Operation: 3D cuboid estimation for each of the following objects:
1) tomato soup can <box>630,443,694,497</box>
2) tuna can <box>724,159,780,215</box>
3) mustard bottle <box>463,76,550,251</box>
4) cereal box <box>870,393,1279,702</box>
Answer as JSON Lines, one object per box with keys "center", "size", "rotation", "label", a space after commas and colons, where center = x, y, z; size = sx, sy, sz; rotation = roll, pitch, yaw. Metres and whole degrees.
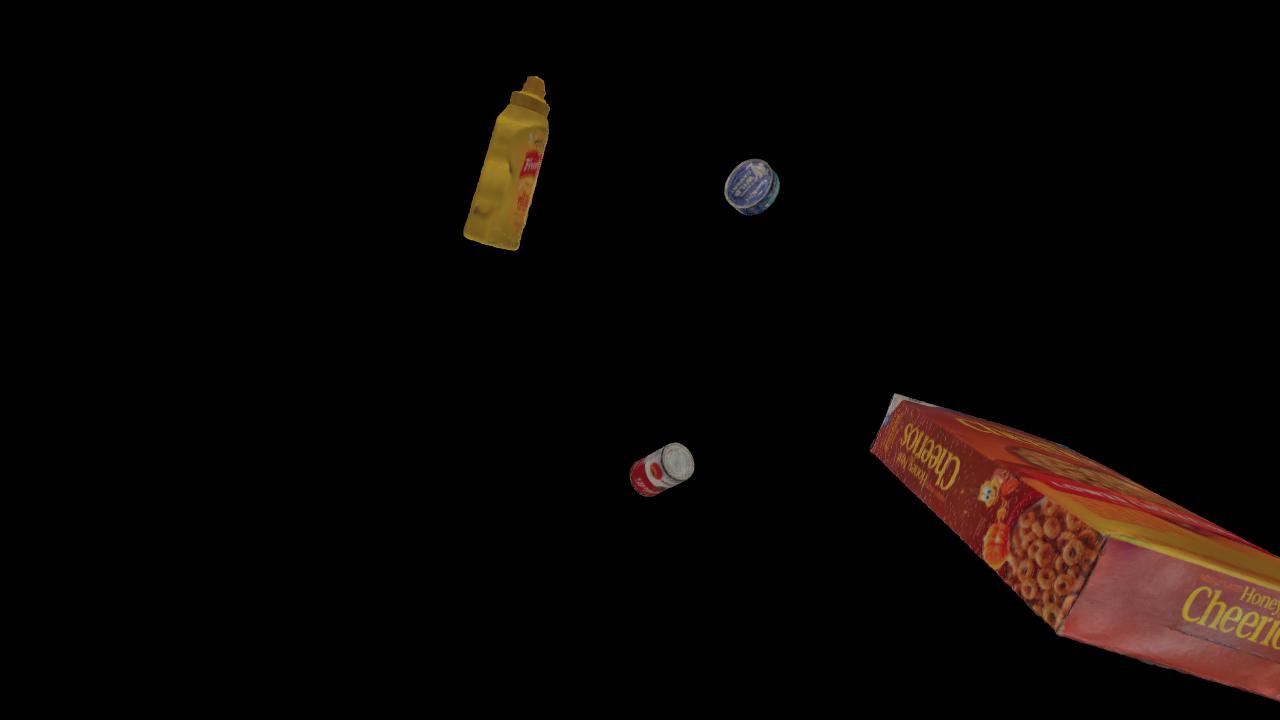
{"center": [0.037, 0.186, 1.039], "size": [0.068, 0.068, 0.101], "rotation": [0, -25, -37], "label": "tomato soup can"}
{"center": [0.179, -0.275, 0.983], "size": [0.084, 0.084, 0.034], "rotation": [0, -14, 38], "label": "tuna can"}
{"center": [-0.138, -0.214, 0.668], "size": [0.054, 0.184, 0.092], "rotation": [21, 10, 13], "label": "mustard bottle"}
{"center": [0.345, 0.124, 0.502], "size": [0.203, 0.081, 0.306], "rotation": [18, 12, -3], "label": "cereal box"}
